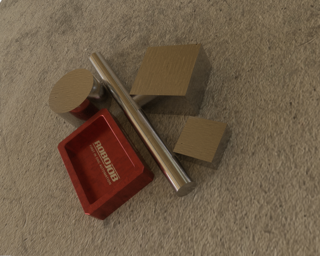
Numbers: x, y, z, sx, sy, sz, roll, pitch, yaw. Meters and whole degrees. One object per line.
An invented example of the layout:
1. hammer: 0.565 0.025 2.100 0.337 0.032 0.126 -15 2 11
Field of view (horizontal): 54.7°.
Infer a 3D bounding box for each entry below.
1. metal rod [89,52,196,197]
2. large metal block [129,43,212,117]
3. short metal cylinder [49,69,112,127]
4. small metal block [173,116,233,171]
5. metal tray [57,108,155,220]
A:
1. metal rod: -0.040 -0.025 0.440 0.025 0.025 0.300 -38 51 2
2. large metal block: 0.017 -0.064 0.419 0.080 0.050 0.080 5 64 30
3. short metal cylinder: -0.122 -0.045 0.479 0.080 0.050 0.080 -13 56 20
4. small metal block: 0.051 0.017 0.368 0.050 0.025 0.050 14 69 33
5. metal tray: -0.077 0.043 0.414 0.090 0.030 0.130 -39 51 1
